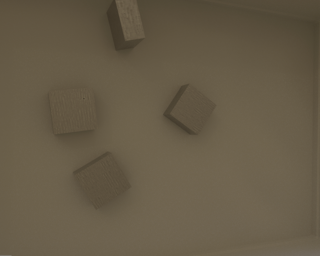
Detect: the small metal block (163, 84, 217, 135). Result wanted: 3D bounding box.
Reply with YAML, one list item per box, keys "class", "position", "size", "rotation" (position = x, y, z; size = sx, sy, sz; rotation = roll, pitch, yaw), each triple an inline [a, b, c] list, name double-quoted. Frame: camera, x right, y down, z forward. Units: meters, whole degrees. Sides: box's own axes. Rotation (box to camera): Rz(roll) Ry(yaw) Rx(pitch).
- class: "small metal block"
  position: [0.041, -0.025, 0.427]
  size: [0.050, 0.025, 0.050]
  rotation: [36, 78, -17]

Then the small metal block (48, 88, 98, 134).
- class: "small metal block"
  position: [-0.105, -0.020, 0.372]
  size: [0.050, 0.025, 0.050]
  rotation: [-8, 93, -20]

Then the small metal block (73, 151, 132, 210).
- class: "small metal block"
  position: [-0.072, 0.064, 0.385]
  size: [0.050, 0.025, 0.050]
  rotation: [-31, 101, -18]

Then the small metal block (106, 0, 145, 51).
- class: "small metal block"
  position: [-0.043, -0.128, 0.382]
  size: [0.025, 0.050, 0.050]
  rotation: [-15, 95, -20]
